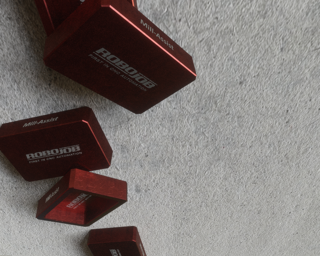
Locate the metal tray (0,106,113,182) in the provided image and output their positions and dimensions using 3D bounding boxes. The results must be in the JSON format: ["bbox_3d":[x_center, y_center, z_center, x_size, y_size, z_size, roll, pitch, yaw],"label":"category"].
[{"bbox_3d":[-0.142,0.025,0.424,0.131,0.030,0.090,-11,130,9],"label":"metal tray"}]

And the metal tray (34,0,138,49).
[{"bbox_3d":[-0.072,-0.140,0.283,0.091,0.030,0.129,-5,130,4],"label":"metal tray"}]

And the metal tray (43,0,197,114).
[{"bbox_3d":[-0.036,-0.069,0.316,0.090,0.030,0.131,-30,141,30],"label":"metal tray"}]

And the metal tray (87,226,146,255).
[{"bbox_3d":[-0.080,0.245,0.612,0.090,0.030,0.129,-6,130,5],"label":"metal tray"}]

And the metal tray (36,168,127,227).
[{"bbox_3d":[-0.121,0.111,0.474,0.091,0.030,0.129,22,136,-31],"label":"metal tray"}]
